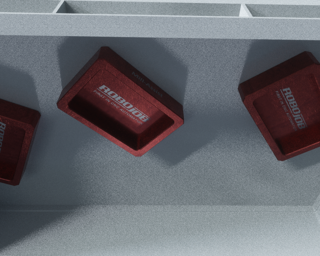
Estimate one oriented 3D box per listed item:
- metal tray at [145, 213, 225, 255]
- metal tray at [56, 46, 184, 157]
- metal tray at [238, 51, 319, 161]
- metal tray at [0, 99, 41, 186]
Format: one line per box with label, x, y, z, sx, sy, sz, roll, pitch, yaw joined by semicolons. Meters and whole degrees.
metal tray;0.048;0.218;0.594;0.130;0.030;0.090;33;123;-25
metal tray;-0.046;-0.026;0.382;0.130;0.030;0.090;36;121;-27
metal tray;0.167;-0.021;0.390;0.090;0.030;0.130;-27;126;20
metal tray;-0.223;0.019;0.418;0.091;0.030;0.129;19;127;-17
